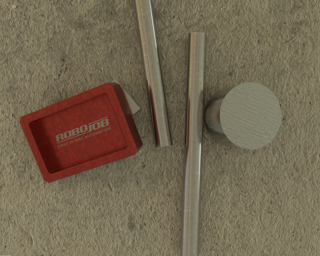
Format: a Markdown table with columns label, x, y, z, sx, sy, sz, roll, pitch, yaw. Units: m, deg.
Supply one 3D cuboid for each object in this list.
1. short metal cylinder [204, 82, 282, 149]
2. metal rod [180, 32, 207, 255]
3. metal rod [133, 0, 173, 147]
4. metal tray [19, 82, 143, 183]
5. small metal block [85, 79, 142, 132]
| label | x | y | z | sx | sy | sz | roll | pitch | yaw |
| --- | --- | --- | --- | --- | --- | --- | --- | --- | --- |
| short metal cylinder | 0.103 | -0.014 | 0.391 | 0.081 | 0.050 | 0.079 | 0 | 90 | -13 |
| metal rod | 0.044 | 0.025 | 0.410 | 0.025 | 0.025 | 0.298 | 2 | 90 | -1 |
| metal rod | -0.016 | -0.124 | 0.409 | 0.025 | 0.025 | 0.298 | -8 | 90 | 0 |
| metal tray | -0.098 | 0.006 | 0.387 | 0.130 | 0.030 | 0.090 | -19 | 95 | 13 |
| small metal block | -0.061 | -0.028 | 0.409 | 0.050 | 0.025 | 0.050 | -39 | 91 | 0 |
